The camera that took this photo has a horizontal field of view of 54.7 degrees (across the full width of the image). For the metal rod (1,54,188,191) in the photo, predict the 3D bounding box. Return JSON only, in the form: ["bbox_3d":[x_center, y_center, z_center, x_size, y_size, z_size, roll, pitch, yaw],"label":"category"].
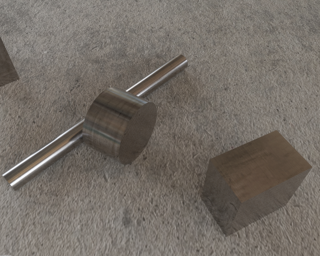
[{"bbox_3d":[-0.068,-0.022,0.421,0.025,0.025,0.302,36,58,26],"label":"metal rod"}]

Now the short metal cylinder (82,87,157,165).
[{"bbox_3d":[-0.046,-0.003,0.370,0.050,0.080,0.080,24,54,19],"label":"short metal cylinder"}]

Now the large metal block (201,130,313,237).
[{"bbox_3d":[0.094,0.058,0.319,0.081,0.080,0.050,-21,53,-17],"label":"large metal block"}]

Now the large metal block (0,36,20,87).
[{"bbox_3d":[-0.263,-0.114,0.462,0.050,0.080,0.080,-31,57,-23],"label":"large metal block"}]
